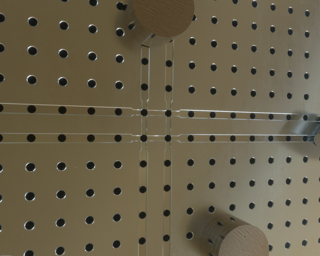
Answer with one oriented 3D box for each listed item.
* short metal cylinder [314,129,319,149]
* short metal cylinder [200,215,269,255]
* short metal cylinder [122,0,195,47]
[{"bbox_3d":[0.297,0.015,0.493,0.080,0.080,0.050,42,77,-16],"label":"short metal cylinder"},{"bbox_3d":[0.105,0.169,0.438,0.081,0.050,0.079,0,90,-20],"label":"short metal cylinder"},{"bbox_3d":[-0.003,-0.150,0.398,0.081,0.050,0.079,0,90,-20],"label":"short metal cylinder"}]
